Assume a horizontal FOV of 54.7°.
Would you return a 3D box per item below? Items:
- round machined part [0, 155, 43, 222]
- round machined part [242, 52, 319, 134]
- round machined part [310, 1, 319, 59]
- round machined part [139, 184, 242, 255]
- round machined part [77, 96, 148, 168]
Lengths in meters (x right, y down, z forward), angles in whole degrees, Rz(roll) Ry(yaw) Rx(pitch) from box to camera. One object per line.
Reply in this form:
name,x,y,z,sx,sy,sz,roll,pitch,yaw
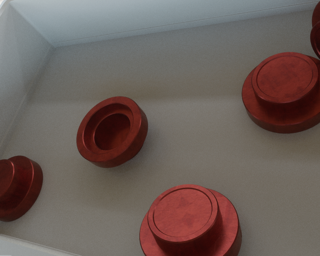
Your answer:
round machined part,-0.228,0.085,0.460,0.098,0.042,0.098,-13,56,20
round machined part,0.141,-0.046,0.349,0.098,0.042,0.098,-13,56,20
round machined part,0.194,-0.092,0.312,0.042,0.098,0.098,-41,51,-6
round machined part,0.027,0.093,0.300,0.098,0.042,0.098,-13,33,9
round machined part,-0.060,0.009,0.419,0.098,0.042,0.098,-13,56,20
